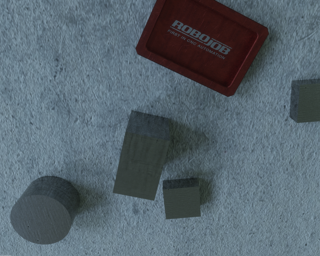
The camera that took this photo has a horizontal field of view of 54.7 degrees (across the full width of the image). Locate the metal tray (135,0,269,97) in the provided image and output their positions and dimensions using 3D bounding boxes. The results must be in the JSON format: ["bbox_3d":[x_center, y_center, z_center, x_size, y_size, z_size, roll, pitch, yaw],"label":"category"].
[{"bbox_3d":[0.048,-0.104,0.368,0.131,0.030,0.089,24,108,-9],"label":"metal tray"}]

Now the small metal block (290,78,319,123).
[{"bbox_3d":[0.198,-0.036,0.398,0.050,0.025,0.050,-5,110,1],"label":"small metal block"}]

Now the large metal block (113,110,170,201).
[{"bbox_3d":[-0.022,0.032,0.392,0.050,0.080,0.079,12,110,-5],"label":"large metal block"}]

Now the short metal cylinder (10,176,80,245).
[{"bbox_3d":[-0.159,0.115,0.437,0.081,0.050,0.079,0,110,0],"label":"short metal cylinder"}]

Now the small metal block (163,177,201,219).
[{"bbox_3d":[0.031,0.102,0.447,0.050,0.025,0.050,-5,110,2],"label":"small metal block"}]
